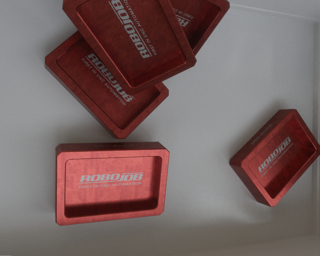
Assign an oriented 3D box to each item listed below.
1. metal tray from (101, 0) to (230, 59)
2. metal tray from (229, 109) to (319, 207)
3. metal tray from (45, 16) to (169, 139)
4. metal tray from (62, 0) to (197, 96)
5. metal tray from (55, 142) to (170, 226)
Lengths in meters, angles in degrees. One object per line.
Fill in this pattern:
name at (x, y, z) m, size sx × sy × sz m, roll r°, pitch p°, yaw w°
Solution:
metal tray at (0.007, -0.135, 0.363) m, size 0.131 × 0.089 × 0.030 m, roll 7°, pitch 44°, yaw -37°
metal tray at (0.180, 0.043, 0.476) m, size 0.130 × 0.030 × 0.090 m, roll -42°, pitch 104°, yaw -16°
metal tray at (-0.063, -0.061, 0.384) m, size 0.090 × 0.030 × 0.130 m, roll -46°, pitch 105°, yaw -14°
metal tray at (-0.026, -0.102, 0.325) m, size 0.090 × 0.030 × 0.130 m, roll -25°, pitch 136°, yaw 11°
metal tray at (-0.058, 0.065, 0.376) m, size 0.131 × 0.030 × 0.089 m, roll 0°, pitch 104°, yaw -21°
